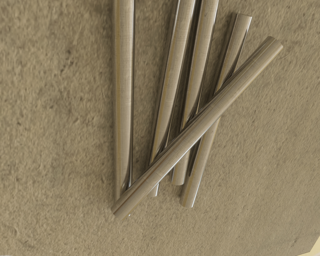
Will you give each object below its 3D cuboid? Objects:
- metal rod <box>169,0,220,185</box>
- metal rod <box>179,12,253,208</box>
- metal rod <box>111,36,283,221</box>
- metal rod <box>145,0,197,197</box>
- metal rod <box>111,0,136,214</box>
[{"bbox_3d":[0.042,-0.050,0.400,0.025,0.025,0.298,-7,122,-25],"label":"metal rod"},{"bbox_3d":[0.072,-0.008,0.443,0.025,0.025,0.298,-2,120,-28],"label":"metal rod"},{"bbox_3d":[0.044,0.004,0.401,0.300,0.025,0.025,-48,129,5],"label":"metal rod"},{"bbox_3d":[0.009,-0.036,0.390,0.025,0.025,0.298,-5,121,-27],"label":"metal rod"},{"bbox_3d":[-0.045,-0.006,0.379,0.025,0.025,0.298,-11,123,-23],"label":"metal rod"}]
